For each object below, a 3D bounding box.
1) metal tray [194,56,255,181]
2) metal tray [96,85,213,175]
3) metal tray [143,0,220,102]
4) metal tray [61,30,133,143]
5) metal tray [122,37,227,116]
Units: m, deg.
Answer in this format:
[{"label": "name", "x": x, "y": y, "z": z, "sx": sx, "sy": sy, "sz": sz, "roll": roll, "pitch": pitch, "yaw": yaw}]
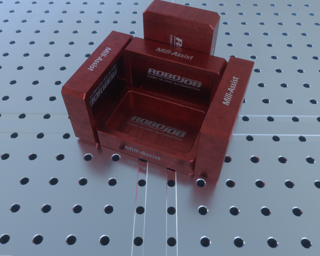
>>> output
[{"label": "metal tray", "x": 0.078, "y": -0.013, "z": 0.376, "sx": 0.030, "sy": 0.090, "sz": 0.130, "roll": 17, "pitch": 52, "yaw": 14}, {"label": "metal tray", "x": -0.005, "y": -0.002, "z": 0.405, "sx": 0.130, "sy": 0.030, "sz": 0.090, "roll": 17, "pitch": 52, "yaw": 14}, {"label": "metal tray", "x": 0.026, "y": -0.100, "z": 0.423, "sx": 0.090, "sy": 0.129, "sz": 0.030, "roll": 18, "pitch": 53, "yaw": 14}, {"label": "metal tray", "x": -0.073, "y": -0.056, "z": 0.412, "sx": 0.030, "sy": 0.090, "sz": 0.130, "roll": 17, "pitch": 52, "yaw": 14}, {"label": "metal tray", "x": 0.018, "y": -0.064, "z": 0.419, "sx": 0.130, "sy": 0.090, "sz": 0.030, "roll": 17, "pitch": 53, "yaw": 13}]
